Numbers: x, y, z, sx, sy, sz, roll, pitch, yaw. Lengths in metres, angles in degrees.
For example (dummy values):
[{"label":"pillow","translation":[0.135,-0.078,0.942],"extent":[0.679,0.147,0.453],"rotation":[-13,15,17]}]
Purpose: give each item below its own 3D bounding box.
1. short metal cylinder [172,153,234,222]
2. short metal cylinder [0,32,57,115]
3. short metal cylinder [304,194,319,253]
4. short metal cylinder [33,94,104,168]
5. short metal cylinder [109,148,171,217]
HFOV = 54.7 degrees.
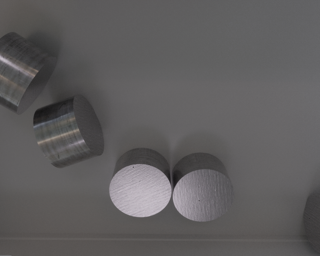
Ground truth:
[{"label":"short metal cylinder","translation":[0.057,0.081,0.428],"extent":[0.081,0.050,0.079],"rotation":[0,110,0]},{"label":"short metal cylinder","translation":[-0.164,-0.062,0.358],"extent":[0.050,0.080,0.080],"rotation":[32,107,-11]},{"label":"short metal cylinder","translation":[0.246,0.134,0.433],"extent":[0.050,0.080,0.079],"rotation":[3,110,-1]},{"label":"short metal cylinder","translation":[-0.110,0.004,0.382],"extent":[0.050,0.080,0.080],"rotation":[-19,109,7]},{"label":"short metal cylinder","translation":[-0.025,0.074,0.425],"extent":[0.081,0.050,0.079],"rotation":[0,110,0]}]
